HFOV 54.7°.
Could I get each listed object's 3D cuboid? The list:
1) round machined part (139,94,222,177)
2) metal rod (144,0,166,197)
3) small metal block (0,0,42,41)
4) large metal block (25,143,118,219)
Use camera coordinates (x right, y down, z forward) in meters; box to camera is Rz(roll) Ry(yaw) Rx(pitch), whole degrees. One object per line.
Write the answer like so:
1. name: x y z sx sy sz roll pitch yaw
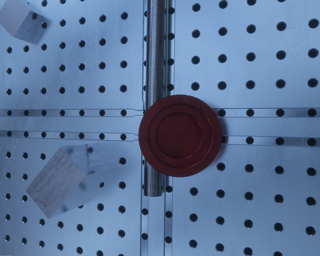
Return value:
1. round machined part: 0.023 0.009 0.383 0.099 0.042 0.097 0 91 -5
2. metal rod: -0.007 -0.059 0.414 0.025 0.025 0.298 1 90 20
3. small metal block: -0.225 -0.176 0.492 0.050 0.025 0.050 42 103 15
4. large metal block: -0.118 0.069 0.425 0.050 0.080 0.080 45 104 14
